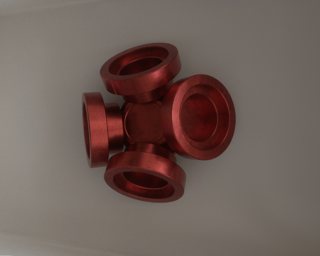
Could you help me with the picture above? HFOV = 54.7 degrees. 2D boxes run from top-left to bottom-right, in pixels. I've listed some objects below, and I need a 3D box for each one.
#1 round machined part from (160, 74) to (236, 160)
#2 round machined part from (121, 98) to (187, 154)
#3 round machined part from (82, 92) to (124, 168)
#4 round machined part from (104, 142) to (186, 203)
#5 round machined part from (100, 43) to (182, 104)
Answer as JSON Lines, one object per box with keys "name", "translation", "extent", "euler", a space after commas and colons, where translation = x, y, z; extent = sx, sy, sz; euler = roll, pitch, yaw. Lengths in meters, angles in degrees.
{"name": "round machined part", "translation": [0.040, -0.012, 0.366], "extent": [0.042, 0.099, 0.097], "euler": [-4, 89, 55]}
{"name": "round machined part", "translation": [-0.011, -0.006, 0.402], "extent": [0.098, 0.042, 0.097], "euler": [0, 90, 19]}
{"name": "round machined part", "translation": [-0.075, 0.002, 0.405], "extent": [0.042, 0.098, 0.097], "euler": [-5, 88, -18]}
{"name": "round machined part", "translation": [-0.016, 0.054, 0.384], "extent": [0.098, 0.098, 0.042], "euler": [-1, 54, 19]}
{"name": "round machined part", "translation": [-0.021, -0.066, 0.386], "extent": [0.098, 0.098, 0.042], "euler": [-4, 127, 19]}
